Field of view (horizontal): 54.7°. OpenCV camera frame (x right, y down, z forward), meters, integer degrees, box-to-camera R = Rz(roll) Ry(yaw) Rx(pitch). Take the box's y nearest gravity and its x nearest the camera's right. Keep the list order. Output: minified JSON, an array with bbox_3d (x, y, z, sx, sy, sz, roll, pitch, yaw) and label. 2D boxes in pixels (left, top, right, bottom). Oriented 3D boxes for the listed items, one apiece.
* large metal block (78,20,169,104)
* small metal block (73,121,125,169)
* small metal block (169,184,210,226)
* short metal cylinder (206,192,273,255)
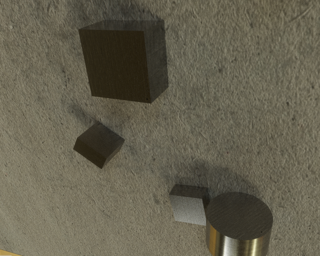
[{"bbox_3d":[-0.039,-0.079,0.361,0.080,0.050,0.079,9,122,23],"label":"large metal block"},{"bbox_3d":[-0.088,0.024,0.450,0.050,0.050,0.025,34,129,5],"label":"small metal block"},{"bbox_3d":[0.045,0.111,0.451,0.050,0.025,0.050,1,119,27],"label":"small metal block"},{"bbox_3d":[0.100,0.128,0.397,0.080,0.080,0.050,10,123,22],"label":"short metal cylinder"}]
